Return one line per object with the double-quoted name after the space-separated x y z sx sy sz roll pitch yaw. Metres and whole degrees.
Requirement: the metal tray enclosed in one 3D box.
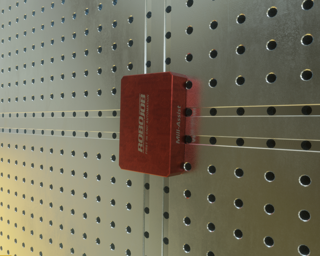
-0.012 -0.006 0.413 0.090 0.030 0.129 3 92 39 "metal tray"
